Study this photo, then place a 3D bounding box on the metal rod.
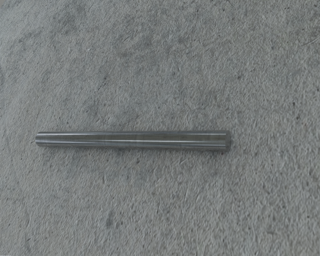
[{"bbox_3d":[-0.055,0.016,0.423,0.300,0.025,0.025,-1,62,28],"label":"metal rod"}]
